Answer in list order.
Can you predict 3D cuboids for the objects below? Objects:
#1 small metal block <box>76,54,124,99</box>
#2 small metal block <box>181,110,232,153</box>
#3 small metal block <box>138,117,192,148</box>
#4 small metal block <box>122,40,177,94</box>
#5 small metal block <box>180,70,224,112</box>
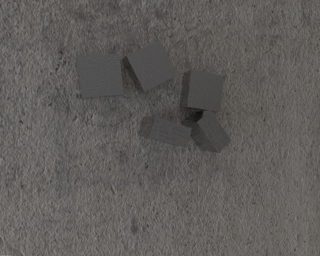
[{"bbox_3d":[-0.075,-0.063,0.381,0.050,0.025,0.050,-7,93,-20],"label":"small metal block"},{"bbox_3d":[0.061,0.005,0.418,0.025,0.050,0.050,-40,103,-16],"label":"small metal block"},{"bbox_3d":[0.005,0.005,0.398,0.050,0.050,0.025,17,85,-19],"label":"small metal block"},{"bbox_3d":[-0.014,-0.079,0.404,0.050,0.025,0.050,-30,100,-18],"label":"small metal block"},{"bbox_3d":[0.058,-0.050,0.430,0.050,0.025,0.050,7,88,-20],"label":"small metal block"}]
